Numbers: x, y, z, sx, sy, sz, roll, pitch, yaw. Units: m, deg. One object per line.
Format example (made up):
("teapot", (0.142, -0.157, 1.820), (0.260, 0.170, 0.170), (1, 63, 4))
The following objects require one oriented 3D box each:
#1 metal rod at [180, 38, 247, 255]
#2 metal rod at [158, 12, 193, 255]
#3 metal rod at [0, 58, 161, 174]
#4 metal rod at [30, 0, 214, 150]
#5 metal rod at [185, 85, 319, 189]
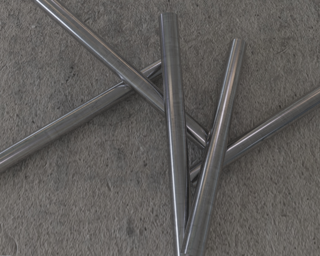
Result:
("metal rod", (0.074, 0.005, 0.384), (0.025, 0.025, 0.300), (15, 62, 5))
("metal rod", (0.020, 0.007, 0.373), (0.025, 0.025, 0.298), (-3, 82, -1))
("metal rod", (-0.115, -0.011, 0.411), (0.301, 0.025, 0.025), (-32, 73, -11))
("metal rod", (-0.051, -0.080, 0.404), (0.300, 0.025, 0.025), (41, 75, 1))
("metal rod", (0.163, -0.011, 0.412), (0.301, 0.025, 0.025), (-31, 73, -11))
